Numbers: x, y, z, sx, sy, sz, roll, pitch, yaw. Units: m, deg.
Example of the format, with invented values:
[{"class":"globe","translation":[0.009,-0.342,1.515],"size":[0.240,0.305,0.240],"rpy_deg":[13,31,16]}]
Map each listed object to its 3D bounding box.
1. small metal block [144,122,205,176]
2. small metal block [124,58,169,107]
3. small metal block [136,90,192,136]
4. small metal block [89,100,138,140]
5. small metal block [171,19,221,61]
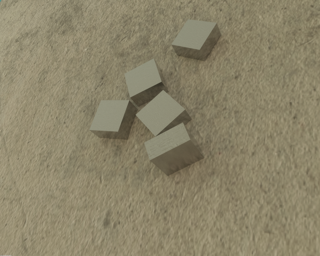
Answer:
[{"class":"small metal block","translation":[0.018,0.026,0.362],"size":[0.050,0.050,0.025],"rpy_deg":[-28,53,10]},{"class":"small metal block","translation":[-0.020,-0.067,0.454],"size":[0.050,0.025,0.050],"rpy_deg":[-25,53,12]},{"class":"small metal block","translation":[0.005,-0.015,0.409],"size":[0.050,0.025,0.050],"rpy_deg":[-42,51,-2]},{"class":"small metal block","translation":[-0.066,-0.012,0.444],"size":[0.050,0.025,0.050],"rpy_deg":[3,63,29]},{"class":"small metal block","translation":[0.053,-0.129,0.454],"size":[0.050,0.025,0.050],"rpy_deg":[22,73,35]}]
